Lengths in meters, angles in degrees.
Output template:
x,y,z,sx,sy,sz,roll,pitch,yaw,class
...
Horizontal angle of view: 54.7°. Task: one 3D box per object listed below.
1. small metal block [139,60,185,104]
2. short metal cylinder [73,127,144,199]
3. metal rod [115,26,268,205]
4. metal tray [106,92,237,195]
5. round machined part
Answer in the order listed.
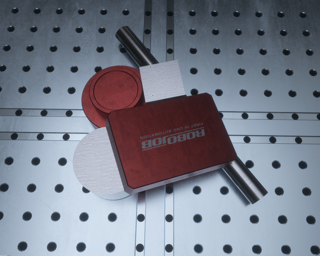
x,y,z,sx,sy,sz,roll,pitch,yaw,class
0.003,-0.056,0.403,0.050,0.025,0.050,-11,73,1,small metal block
-0.059,0.044,0.378,0.081,0.050,0.080,0,70,0,short metal cylinder
0.033,-0.028,0.418,0.025,0.025,0.300,-35,74,-12,metal rod
0.012,0.015,0.359,0.131,0.030,0.090,-13,70,-18,metal tray
-0.056,-0.042,0.412,0.099,0.042,0.098,0,70,1,round machined part
